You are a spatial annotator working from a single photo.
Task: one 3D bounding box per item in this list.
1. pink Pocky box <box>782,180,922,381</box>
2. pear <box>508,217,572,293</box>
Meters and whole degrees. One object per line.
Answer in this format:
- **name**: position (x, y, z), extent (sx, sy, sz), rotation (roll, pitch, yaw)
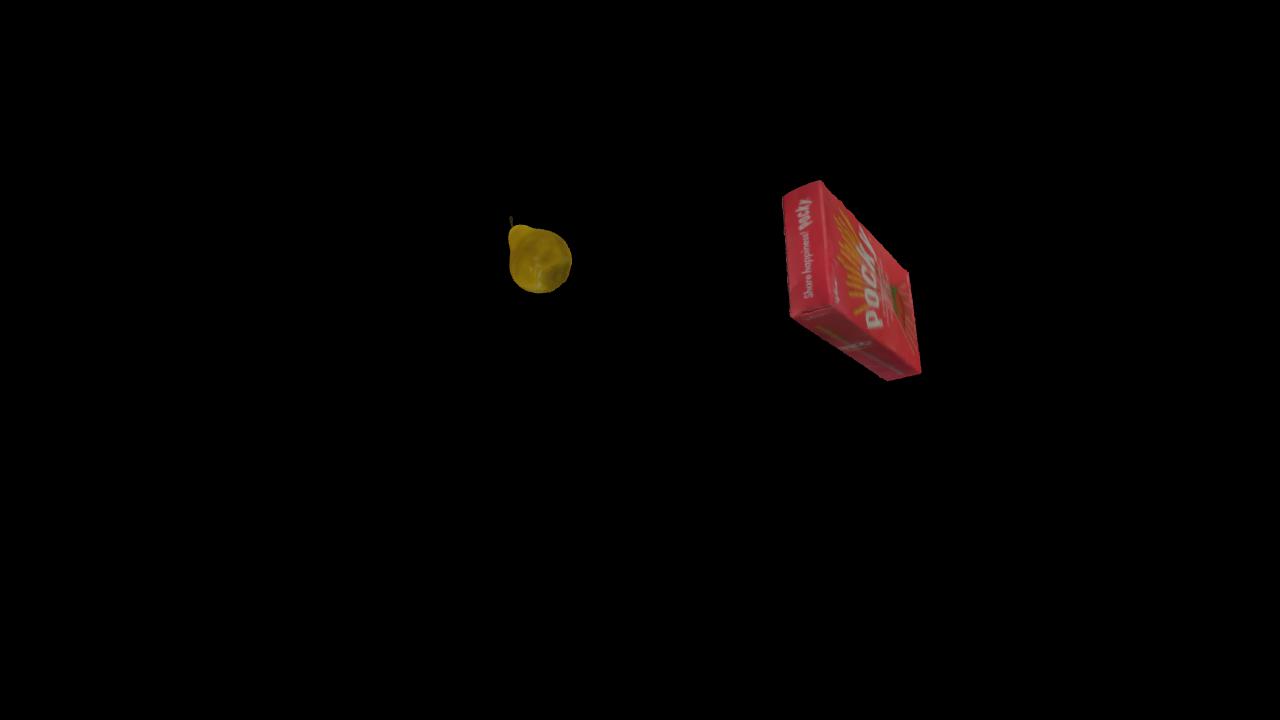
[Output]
- **pink Pocky box**: position (0.144, -0.045, 0.408), extent (0.029, 0.084, 0.155), rotation (-15, -25, 39)
- **pear**: position (-0.137, -0.133, 0.759), extent (0.111, 0.080, 0.080), rotation (40, 21, 28)
